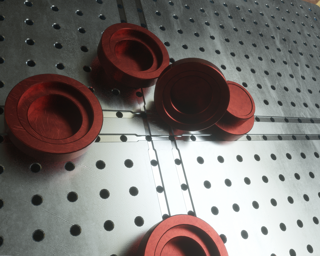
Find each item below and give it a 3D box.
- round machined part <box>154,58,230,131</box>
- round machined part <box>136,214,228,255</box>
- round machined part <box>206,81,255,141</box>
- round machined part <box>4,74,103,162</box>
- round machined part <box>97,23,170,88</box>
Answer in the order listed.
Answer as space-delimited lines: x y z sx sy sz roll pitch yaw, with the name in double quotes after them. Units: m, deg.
0.042 -0.048 0.420 0.098 0.097 0.042 27 26 -12 "round machined part"
0.020 0.143 0.320 0.099 0.042 0.098 13 56 -21 "round machined part"
0.105 -0.033 0.473 0.099 0.042 0.098 13 56 -21 "round machined part"
-0.116 -0.008 0.339 0.099 0.042 0.098 13 56 -21 "round machined part"
-0.040 -0.096 0.434 0.099 0.042 0.098 13 56 -21 "round machined part"
